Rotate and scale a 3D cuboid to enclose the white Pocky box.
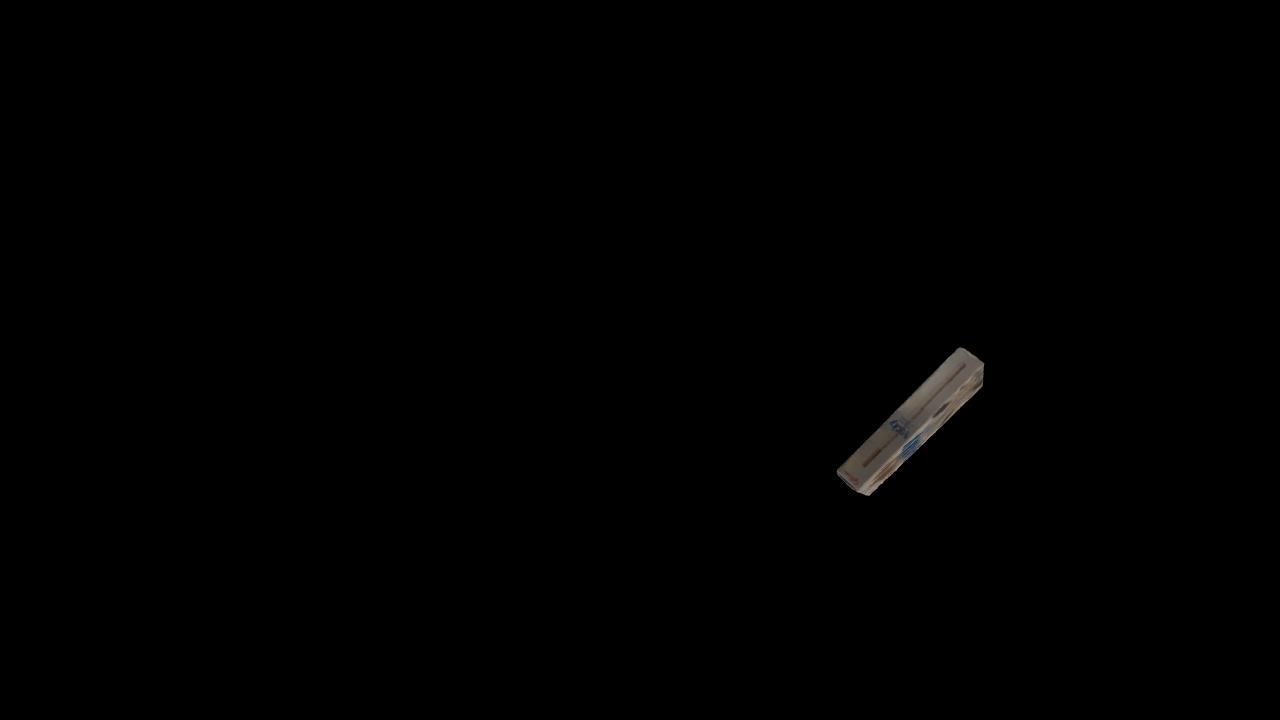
[{"bbox_3d":[0.249,0.061,0.565,0.028,0.154,0.084,47,9,30],"label":"white Pocky box"}]
